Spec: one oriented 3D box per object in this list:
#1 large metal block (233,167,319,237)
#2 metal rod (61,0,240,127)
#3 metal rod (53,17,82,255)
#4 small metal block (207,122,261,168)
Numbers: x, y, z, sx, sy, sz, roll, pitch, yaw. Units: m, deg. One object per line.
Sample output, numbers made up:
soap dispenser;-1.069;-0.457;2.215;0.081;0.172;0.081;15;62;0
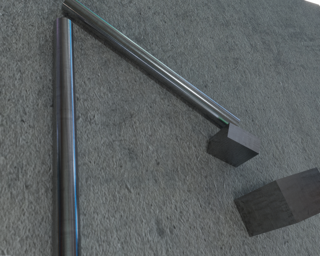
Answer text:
large metal block;0.157;0.095;0.395;0.081;0.080;0.050;-8;66;-32
metal rod;-0.010;-0.090;0.453;0.301;0.025;0.025;35;51;-5
metal rod;-0.107;-0.008;0.350;0.025;0.025;0.299;4;60;-26
small metal block;0.101;0.025;0.427;0.050;0.050;0.025;27;53;-12
